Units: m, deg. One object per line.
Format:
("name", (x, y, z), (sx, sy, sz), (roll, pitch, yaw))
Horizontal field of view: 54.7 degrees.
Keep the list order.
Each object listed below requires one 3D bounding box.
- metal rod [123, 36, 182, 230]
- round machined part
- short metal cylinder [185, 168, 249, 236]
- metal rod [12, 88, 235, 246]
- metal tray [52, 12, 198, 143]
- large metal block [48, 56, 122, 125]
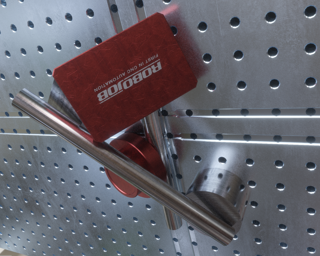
("metal rod", (-0.005, 0.022, 0.426), (0.025, 0.025, 0.298), (2, 120, 27))
("round machined part", (-0.041, 0.059, 0.436), (0.098, 0.042, 0.097), (27, 134, 32))
("short metal cylinder", (0.075, 0.101, 0.418), (0.080, 0.050, 0.079), (13, 124, 20))
("metal rod", (-0.038, 0.050, 0.369), (0.301, 0.025, 0.025), (35, 129, -6))
("metal tray", (-0.036, -0.055, 0.341), (0.131, 0.030, 0.090), (-31, 105, -6))
("large metal block", (-0.097, -0.039, 0.402), (0.050, 0.080, 0.079), (36, 129, 4))
